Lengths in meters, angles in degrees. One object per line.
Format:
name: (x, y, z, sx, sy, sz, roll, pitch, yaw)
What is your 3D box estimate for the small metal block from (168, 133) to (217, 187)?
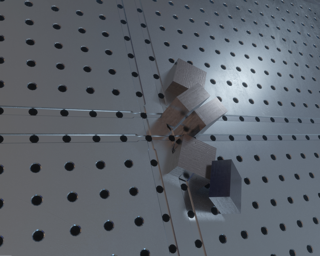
small metal block: (0.043, 0.042, 0.405, 0.050, 0.025, 0.050, 25, 53, -13)

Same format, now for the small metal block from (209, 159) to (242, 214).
small metal block: (0.084, 0.075, 0.390, 0.050, 0.025, 0.050, 54, 38, -43)

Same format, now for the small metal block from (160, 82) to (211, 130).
small metal block: (0.035, -0.030, 0.429, 0.025, 0.050, 0.050, 49, 51, 6)

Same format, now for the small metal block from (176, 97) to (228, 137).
small metal block: (0.058, -0.011, 0.430, 0.050, 0.050, 0.025, -30, 79, -38)

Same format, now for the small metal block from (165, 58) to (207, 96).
small metal block: (0.041, -0.071, 0.473, 0.050, 0.025, 0.050, 24, 53, -14)
